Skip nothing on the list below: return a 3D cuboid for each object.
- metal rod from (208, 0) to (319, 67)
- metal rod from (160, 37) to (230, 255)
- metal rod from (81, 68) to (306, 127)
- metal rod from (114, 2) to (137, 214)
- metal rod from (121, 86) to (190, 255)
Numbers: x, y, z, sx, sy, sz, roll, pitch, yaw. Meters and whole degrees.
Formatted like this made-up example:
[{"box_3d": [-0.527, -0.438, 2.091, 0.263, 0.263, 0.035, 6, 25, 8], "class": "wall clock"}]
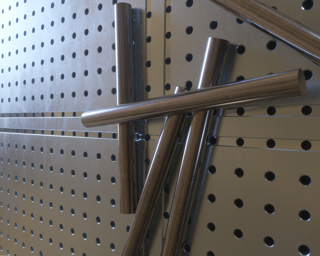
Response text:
[{"box_3d": [0.111, -0.110, 0.317, 0.300, 0.025, 0.025, 45, 117, 30], "class": "metal rod"}, {"box_3d": [0.038, 0.044, 0.376, 0.025, 0.025, 0.298, 19, 102, 38], "class": "metal rod"}, {"box_3d": [0.009, -0.026, 0.366, 0.300, 0.025, 0.025, -7, 86, 39], "class": "metal rod"}, {"box_3d": [-0.049, -0.029, 0.447, 0.025, 0.025, 0.298, -3, 88, 39], "class": "metal rod"}, {"box_3d": [-0.013, 0.089, 0.417, 0.025, 0.025, 0.298, 28, 107, 36], "class": "metal rod"}]
